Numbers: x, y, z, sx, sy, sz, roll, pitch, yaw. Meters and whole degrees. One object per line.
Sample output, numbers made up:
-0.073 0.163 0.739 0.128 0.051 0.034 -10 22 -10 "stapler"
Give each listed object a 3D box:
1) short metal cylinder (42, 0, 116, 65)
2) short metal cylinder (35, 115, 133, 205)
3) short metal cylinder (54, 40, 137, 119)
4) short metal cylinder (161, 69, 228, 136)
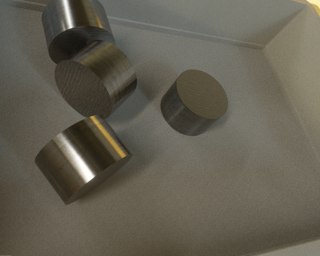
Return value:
-0.101 -0.118 0.387 0.081 0.080 0.050 -5 65 -31 "short metal cylinder"
-0.075 0.032 0.311 0.081 0.080 0.050 -33 80 -38 "short metal cylinder"
-0.075 -0.055 0.364 0.080 0.080 0.050 40 51 -1 "short metal cylinder"
0.048 -0.035 0.437 0.081 0.050 0.080 14 56 -21 "short metal cylinder"
